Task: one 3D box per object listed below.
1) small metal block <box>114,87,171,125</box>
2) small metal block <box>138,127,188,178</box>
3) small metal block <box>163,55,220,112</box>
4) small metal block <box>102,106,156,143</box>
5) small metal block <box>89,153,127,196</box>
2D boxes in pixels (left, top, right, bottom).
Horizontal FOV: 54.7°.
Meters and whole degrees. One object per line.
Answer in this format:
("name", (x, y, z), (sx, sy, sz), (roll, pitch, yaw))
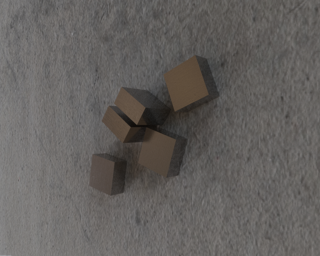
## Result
("small metal block", (-0.022, -0.028, 0.405), (0.050, 0.050, 0.025), (42, 115, 31))
("small metal block", (0.003, 0.030, 0.401), (0.050, 0.025, 0.050), (22, 104, 37))
("small metal block", (0.037, -0.052, 0.373), (0.050, 0.025, 0.050), (-26, 74, 36))
("small metal block", (-0.042, -0.005, 0.421), (0.050, 0.050, 0.025), (42, 116, 31))
("small metal block", (-0.079, 0.069, 0.467), (0.050, 0.025, 0.050), (13, 98, 39))
